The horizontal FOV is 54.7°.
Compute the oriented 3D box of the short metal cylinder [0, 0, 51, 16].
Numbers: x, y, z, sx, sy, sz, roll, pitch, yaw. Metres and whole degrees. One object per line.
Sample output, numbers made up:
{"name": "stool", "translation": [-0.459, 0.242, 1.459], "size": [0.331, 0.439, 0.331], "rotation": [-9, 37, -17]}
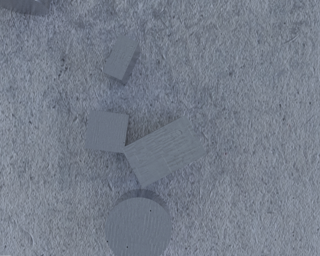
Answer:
{"name": "short metal cylinder", "translation": [-0.175, -0.178, 0.380], "size": [0.081, 0.080, 0.050], "rotation": [9, 90, -1]}

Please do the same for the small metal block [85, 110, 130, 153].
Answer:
{"name": "small metal block", "translation": [-0.068, 0.004, 0.409], "size": [0.050, 0.025, 0.050], "rotation": [8, 90, -1]}

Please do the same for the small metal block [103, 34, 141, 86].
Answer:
{"name": "small metal block", "translation": [-0.047, -0.085, 0.397], "size": [0.025, 0.050, 0.050], "rotation": [24, 90, 0]}

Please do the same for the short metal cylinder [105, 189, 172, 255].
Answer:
{"name": "short metal cylinder", "translation": [-0.026, 0.123, 0.397], "size": [0.081, 0.050, 0.079], "rotation": [0, 90, -1]}

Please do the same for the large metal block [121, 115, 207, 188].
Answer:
{"name": "large metal block", "translation": [0.005, 0.026, 0.383], "size": [0.080, 0.080, 0.050], "rotation": [-28, 90, 0]}
